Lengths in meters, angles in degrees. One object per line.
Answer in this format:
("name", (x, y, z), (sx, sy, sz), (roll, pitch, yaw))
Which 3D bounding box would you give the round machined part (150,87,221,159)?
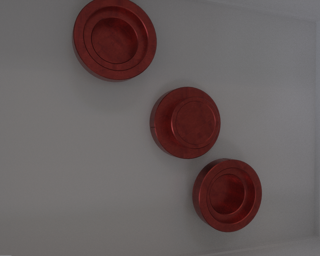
("round machined part", (0.039, -0.007, 0.416), (0.099, 0.042, 0.097), (0, 90, -20))

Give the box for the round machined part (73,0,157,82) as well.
("round machined part", (-0.057, -0.105, 0.380), (0.099, 0.042, 0.097), (0, 90, -20))

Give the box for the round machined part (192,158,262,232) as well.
("round machined part", (0.089, 0.091, 0.434), (0.099, 0.042, 0.097), (0, 90, -20))
